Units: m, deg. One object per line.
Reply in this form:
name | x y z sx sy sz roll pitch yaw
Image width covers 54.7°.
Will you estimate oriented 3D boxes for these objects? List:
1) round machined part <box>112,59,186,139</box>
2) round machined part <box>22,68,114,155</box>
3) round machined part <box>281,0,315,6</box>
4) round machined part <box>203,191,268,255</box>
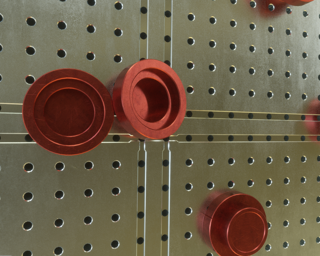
round machined part | -0.017 -0.034 0.388 0.099 0.042 0.097 4 83 -38
round machined part | -0.107 -0.018 0.364 0.099 0.042 0.097 0 90 -20
round machined part | 0.208 -0.239 0.482 0.099 0.042 0.097 0 90 -21
round machined part | 0.115 0.144 0.448 0.099 0.042 0.097 0 90 -21
